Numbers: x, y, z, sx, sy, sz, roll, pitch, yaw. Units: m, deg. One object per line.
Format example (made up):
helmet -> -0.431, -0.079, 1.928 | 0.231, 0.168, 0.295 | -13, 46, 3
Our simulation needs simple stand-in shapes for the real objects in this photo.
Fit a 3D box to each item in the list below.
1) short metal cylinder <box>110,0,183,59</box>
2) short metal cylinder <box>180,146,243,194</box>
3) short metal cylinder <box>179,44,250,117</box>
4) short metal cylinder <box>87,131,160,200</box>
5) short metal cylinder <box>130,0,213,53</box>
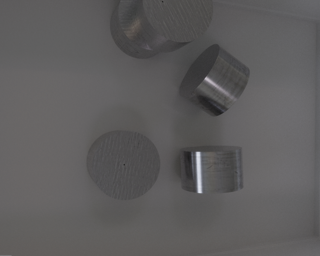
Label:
short metal cylinder -> -0.018, -0.132, 0.390 | 0.081, 0.050, 0.080 | 0, 90, -20
short metal cylinder -> 0.067, 0.052, 0.406 | 0.081, 0.080, 0.050 | -3, 91, -20
short metal cylinder -> 0.070, -0.062, 0.407 | 0.050, 0.080, 0.080 | 32, 80, -17
short metal cylinder -> -0.046, 0.043, 0.380 | 0.081, 0.050, 0.080 | 0, 90, -20
short metal cylinder -> 0.012, -0.130, 0.348 | 0.081, 0.050, 0.080 | 0, 91, -20
